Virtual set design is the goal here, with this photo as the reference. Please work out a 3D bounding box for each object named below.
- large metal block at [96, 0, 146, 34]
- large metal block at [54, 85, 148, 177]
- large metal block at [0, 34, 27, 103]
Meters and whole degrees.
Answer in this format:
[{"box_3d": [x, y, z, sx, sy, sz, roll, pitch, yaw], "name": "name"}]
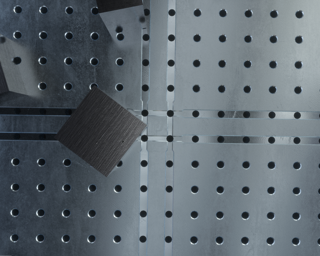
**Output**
[{"box_3d": [-0.051, -0.172, 0.385, 0.050, 0.080, 0.080, -11, 90, 0], "name": "large metal block"}, {"box_3d": [-0.072, 0.004, 0.400, 0.080, 0.050, 0.080, 37, 90, 0], "name": "large metal block"}, {"box_3d": [-0.232, -0.072, 0.399, 0.080, 0.050, 0.080, -17, 90, 0], "name": "large metal block"}]
